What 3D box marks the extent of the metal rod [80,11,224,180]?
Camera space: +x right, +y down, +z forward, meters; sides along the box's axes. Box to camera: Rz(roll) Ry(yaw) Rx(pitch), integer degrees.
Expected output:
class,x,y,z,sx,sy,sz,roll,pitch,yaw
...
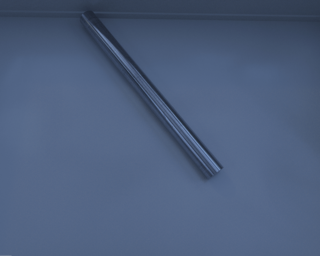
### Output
class,x,y,z,sx,sy,sz,roll,pitch,yaw
metal rod,-0.020,-0.055,0.429,0.025,0.025,0.300,-35,74,-12
